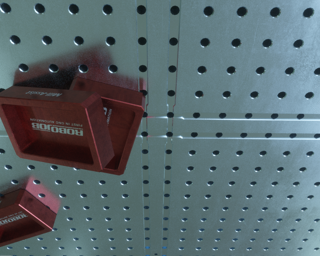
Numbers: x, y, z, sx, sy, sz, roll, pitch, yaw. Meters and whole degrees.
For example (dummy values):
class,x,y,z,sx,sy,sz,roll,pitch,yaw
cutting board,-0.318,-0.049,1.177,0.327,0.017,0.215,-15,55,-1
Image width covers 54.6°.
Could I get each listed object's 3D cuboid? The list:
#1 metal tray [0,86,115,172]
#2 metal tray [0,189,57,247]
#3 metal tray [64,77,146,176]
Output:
class,x,y,z,sx,sy,sz,roll,pitch,yaw
metal tray,-0.125,0.000,0.368,0.130,0.030,0.089,6,123,21
metal tray,-0.263,0.161,0.542,0.130,0.030,0.090,-21,127,17
metal tray,-0.079,0.004,0.410,0.091,0.030,0.129,13,129,-11
